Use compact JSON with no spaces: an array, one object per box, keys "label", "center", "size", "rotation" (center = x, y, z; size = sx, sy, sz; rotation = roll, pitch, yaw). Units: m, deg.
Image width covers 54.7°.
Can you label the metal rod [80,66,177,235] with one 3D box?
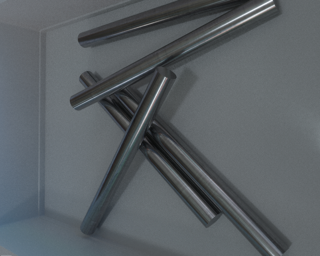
[{"label":"metal rod","center":[-0.055,0.050,0.422],"size":[0.025,0.025,0.298],"rotation":[48,126,29]}]

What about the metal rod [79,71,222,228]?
[{"label":"metal rod","center":[-0.029,0.012,0.428],"size":[0.300,0.025,0.025],"rotation":[46,117,30]}]

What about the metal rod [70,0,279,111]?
[{"label":"metal rod","center":[-0.005,-0.083,0.388],"size":[0.300,0.025,0.025],"rotation":[-20,77,31]}]

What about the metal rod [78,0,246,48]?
[{"label":"metal rod","center":[-0.007,-0.145,0.410],"size":[0.300,0.025,0.025],"rotation":[-1,90,39]}]

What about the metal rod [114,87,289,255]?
[{"label":"metal rod","center":[0.029,0.034,0.381],"size":[0.300,0.025,0.025],"rotation":[46,117,30]}]
